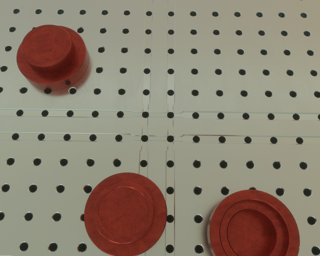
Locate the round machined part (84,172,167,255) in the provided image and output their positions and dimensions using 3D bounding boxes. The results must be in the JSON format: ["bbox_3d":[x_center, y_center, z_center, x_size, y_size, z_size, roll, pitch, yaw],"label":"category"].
[{"bbox_3d":[-0.041,0.101,0.366,0.099,0.042,0.098,0,70,0],"label":"round machined part"}]

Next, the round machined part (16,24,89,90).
[{"bbox_3d":[-0.155,-0.107,0.441,0.099,0.042,0.098,0,70,0],"label":"round machined part"}]

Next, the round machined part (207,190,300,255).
[{"bbox_3d":[0.104,0.123,0.358,0.099,0.042,0.098,0,70,0],"label":"round machined part"}]
